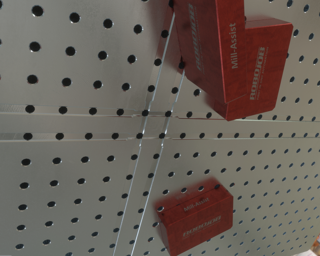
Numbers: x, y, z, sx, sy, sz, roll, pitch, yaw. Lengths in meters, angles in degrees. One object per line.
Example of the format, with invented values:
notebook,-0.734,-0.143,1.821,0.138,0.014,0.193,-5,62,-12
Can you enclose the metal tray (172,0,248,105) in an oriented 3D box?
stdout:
metal tray,0.053,-0.100,0.337,0.030,0.090,0.129,-25,128,-14

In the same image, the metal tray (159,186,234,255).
metal tray,0.067,0.166,0.550,0.131,0.030,0.089,-20,126,-17

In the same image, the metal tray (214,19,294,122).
metal tray,0.128,-0.079,0.431,0.091,0.030,0.129,-13,124,-22
